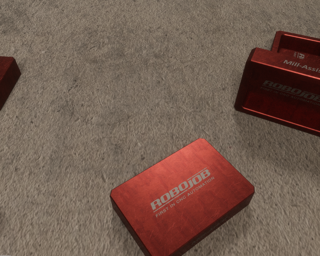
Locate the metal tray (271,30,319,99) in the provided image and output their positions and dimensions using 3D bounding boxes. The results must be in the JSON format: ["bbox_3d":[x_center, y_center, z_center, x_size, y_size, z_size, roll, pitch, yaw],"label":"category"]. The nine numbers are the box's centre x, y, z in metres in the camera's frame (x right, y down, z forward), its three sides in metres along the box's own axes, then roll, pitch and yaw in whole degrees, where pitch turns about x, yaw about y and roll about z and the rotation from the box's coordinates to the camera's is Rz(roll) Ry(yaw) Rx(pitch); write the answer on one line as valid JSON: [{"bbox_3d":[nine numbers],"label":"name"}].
[{"bbox_3d":[0.215,-0.098,0.484,0.090,0.030,0.130,17,52,13],"label":"metal tray"}]

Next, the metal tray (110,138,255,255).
[{"bbox_3d":[0.024,0.076,0.337,0.131,0.030,0.090,-29,56,-22],"label":"metal tray"}]

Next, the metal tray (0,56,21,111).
[{"bbox_3d":[-0.287,-0.068,0.454,0.131,0.030,0.090,4,50,2],"label":"metal tray"}]

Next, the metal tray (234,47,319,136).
[{"bbox_3d":[0.170,-0.044,0.400,0.130,0.089,0.030,20,53,15],"label":"metal tray"}]
